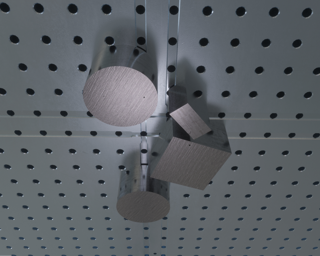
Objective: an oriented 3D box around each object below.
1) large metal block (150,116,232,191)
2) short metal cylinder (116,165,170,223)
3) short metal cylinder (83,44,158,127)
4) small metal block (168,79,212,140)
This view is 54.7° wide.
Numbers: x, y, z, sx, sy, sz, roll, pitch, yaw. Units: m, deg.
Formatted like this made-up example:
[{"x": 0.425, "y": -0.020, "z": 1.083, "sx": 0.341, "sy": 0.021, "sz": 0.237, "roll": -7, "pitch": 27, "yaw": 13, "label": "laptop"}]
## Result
[{"x": 0.039, "y": 0.033, "z": 0.424, "sx": 0.081, "sy": 0.050, "sz": 0.079, "roll": 17, "pitch": 128, "yaw": -14, "label": "large metal block"}, {"x": -0.025, "y": 0.104, "z": 0.483, "sx": 0.081, "sy": 0.050, "sz": 0.079, "roll": 0, "pitch": 130, "yaw": 0, "label": "short metal cylinder"}, {"x": -0.043, "y": -0.048, "z": 0.354, "sx": 0.081, "sy": 0.050, "sz": 0.079, "roll": 0, "pitch": 130, "yaw": 0, "label": "short metal cylinder"}, {"x": 0.036, "y": -0.023, "z": 0.376, "sx": 0.025, "sy": 0.050, "sz": 0.050, "roll": -30, "pitch": 124, "yaw": 23, "label": "small metal block"}]
